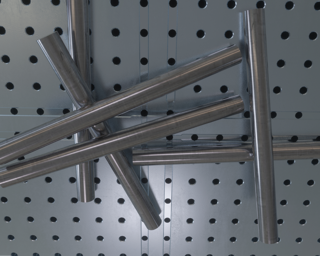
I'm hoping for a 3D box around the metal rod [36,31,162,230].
[{"bbox_3d":[-0.066,0.022,0.402,0.025,0.025,0.299,-22,116,8],"label":"metal rod"}]

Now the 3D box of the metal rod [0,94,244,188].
[{"bbox_3d":[-0.039,0.012,0.378,0.302,0.025,0.025,-17,110,-10],"label":"metal rod"}]

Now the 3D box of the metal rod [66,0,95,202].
[{"bbox_3d":[-0.101,-0.039,0.398,0.025,0.025,0.298,2,110,-1],"label":"metal rod"}]

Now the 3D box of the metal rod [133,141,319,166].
[{"bbox_3d":[0.114,0.034,0.426,0.302,0.025,0.025,-2,110,0],"label":"metal rod"}]

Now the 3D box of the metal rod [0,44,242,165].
[{"bbox_3d":[-0.042,-0.031,0.361,0.301,0.025,0.025,-24,109,-8],"label":"metal rod"}]

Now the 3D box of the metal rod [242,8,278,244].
[{"bbox_3d":[0.129,0.007,0.394,0.025,0.025,0.298,-7,102,2],"label":"metal rod"}]
